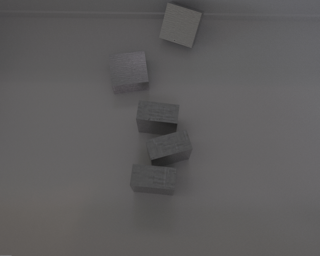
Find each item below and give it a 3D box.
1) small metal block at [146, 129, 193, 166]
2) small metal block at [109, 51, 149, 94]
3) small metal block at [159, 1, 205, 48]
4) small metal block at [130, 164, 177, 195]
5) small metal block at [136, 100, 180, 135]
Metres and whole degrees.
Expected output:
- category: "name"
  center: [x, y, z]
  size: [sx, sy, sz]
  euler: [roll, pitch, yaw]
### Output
- category: "small metal block"
  center: [0.011, 0.028, 0.386]
  size: [0.050, 0.050, 0.025]
  euler: [-15, 71, -5]
- category: "small metal block"
  center: [-0.043, -0.078, 0.438]
  size: [0.050, 0.025, 0.050]
  euler: [-7, 70, -3]
- category: "small metal block"
  center: [0.031, -0.150, 0.449]
  size: [0.050, 0.050, 0.025]
  euler: [20, 30, 7]
- category: "small metal block"
  center: [-0.007, 0.063, 0.373]
  size: [0.050, 0.050, 0.025]
  euler: [5, 70, 2]
- category: "small metal block"
  center: [-0.002, -0.011, 0.400]
  size: [0.050, 0.050, 0.025]
  euler: [7, 70, 2]
